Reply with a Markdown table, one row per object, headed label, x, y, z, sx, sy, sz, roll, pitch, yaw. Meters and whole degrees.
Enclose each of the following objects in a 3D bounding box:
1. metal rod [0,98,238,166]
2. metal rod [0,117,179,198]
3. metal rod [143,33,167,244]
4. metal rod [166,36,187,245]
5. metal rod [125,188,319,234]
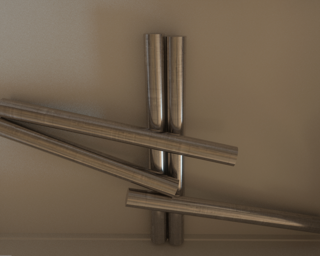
| label | x | y | z | sx | sy | sz | roll | pitch | yaw |
| --- | --- | --- | --- | --- | --- | --- | --- | --- | --- |
| metal rod | -0.054 | 0.005 | 0.390 | 0.302 | 0.025 | 0.025 | 12 | 110 | 3 |
| metal rod | -0.120 | 0.029 | 0.405 | 0.302 | 0.025 | 0.025 | 20 | 109 | -2 |
| metal rod | -0.004 | 0.028 | 0.418 | 0.025 | 0.025 | 0.298 | -1 | 110 | 0 |
| metal rod | 0.022 | 0.030 | 0.420 | 0.025 | 0.025 | 0.298 | -1 | 110 | 0 |
| metal rod | 0.102 | 0.119 | 0.437 | 0.302 | 0.025 | 0.025 | 11 | 110 | -11 |
